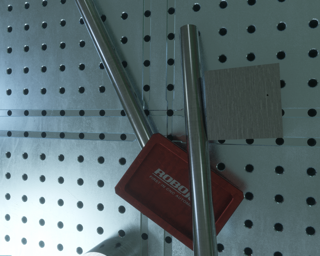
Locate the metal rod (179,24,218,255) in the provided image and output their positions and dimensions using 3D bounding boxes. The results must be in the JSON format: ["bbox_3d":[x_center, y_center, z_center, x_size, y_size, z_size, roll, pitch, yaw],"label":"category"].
[{"bbox_3d":[0.043,0.017,0.359,0.025,0.025,0.299,-8,73,20],"label":"metal rod"}]

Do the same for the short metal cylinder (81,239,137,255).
[{"bbox_3d":[-0.073,0.201,0.425,0.080,0.050,0.079,0,90,20],"label":"short metal cylinder"}]

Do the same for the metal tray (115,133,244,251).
[{"bbox_3d":[0.023,0.077,0.380,0.130,0.030,0.090,35,90,6],"label":"metal tray"}]

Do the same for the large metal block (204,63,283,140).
[{"bbox_3d":[0.099,-0.028,0.364,0.080,0.050,0.080,-3,89,19],"label":"large metal block"}]

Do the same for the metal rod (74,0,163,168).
[{"bbox_3d":[-0.063,-0.083,0.434,0.025,0.025,0.299,-28,81,18],"label":"metal rod"}]
